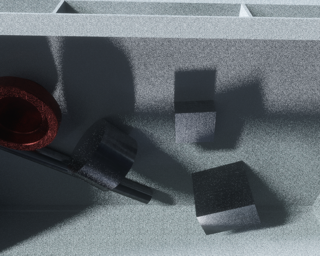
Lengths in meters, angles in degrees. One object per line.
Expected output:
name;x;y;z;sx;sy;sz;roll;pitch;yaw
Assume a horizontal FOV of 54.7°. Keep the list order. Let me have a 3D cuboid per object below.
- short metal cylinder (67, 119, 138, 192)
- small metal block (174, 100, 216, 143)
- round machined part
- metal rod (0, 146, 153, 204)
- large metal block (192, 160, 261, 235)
short metal cylinder;-0.075;0.035;0.402;0.050;0.080;0.080;36;121;-27
small metal block;0.045;-0.008;0.403;0.050;0.025;0.050;-3;130;1
round machined part;-0.170;-0.022;0.377;0.099;0.042;0.097;-1;130;0
metal rod;-0.145;0.050;0.449;0.302;0.025;0.025;26;125;-21
large metal block;0.097;0.104;0.463;0.080;0.080;0.050;-17;128;13
